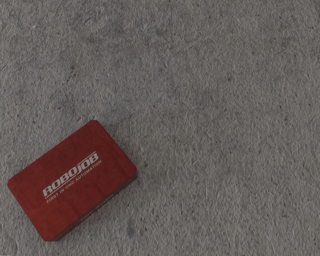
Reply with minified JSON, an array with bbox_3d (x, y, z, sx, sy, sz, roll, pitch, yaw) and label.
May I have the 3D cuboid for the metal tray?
[{"bbox_3d":[-0.104,0.063,0.382,0.130,0.030,0.090,-38,74,-13],"label":"metal tray"}]
